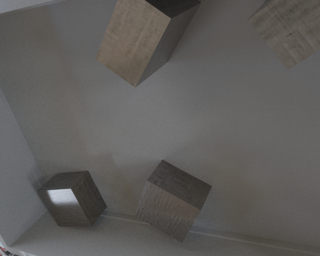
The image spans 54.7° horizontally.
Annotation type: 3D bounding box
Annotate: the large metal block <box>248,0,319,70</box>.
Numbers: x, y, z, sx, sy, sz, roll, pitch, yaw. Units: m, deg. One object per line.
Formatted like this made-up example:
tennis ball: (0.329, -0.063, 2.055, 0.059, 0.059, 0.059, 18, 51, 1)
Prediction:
large metal block: (0.125, -0.101, 0.244, 0.050, 0.080, 0.080, 49, 129, -6)

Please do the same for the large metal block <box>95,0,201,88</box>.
large metal block: (-0.011, -0.100, 0.317, 0.050, 0.080, 0.080, 36, 129, 4)

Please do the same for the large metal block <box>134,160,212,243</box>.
large metal block: (0.018, 0.106, 0.449, 0.080, 0.050, 0.079, 27, 128, 11)

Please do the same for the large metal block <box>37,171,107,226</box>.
large metal block: (-0.154, 0.126, 0.550, 0.080, 0.050, 0.080, -10, 114, 29)
